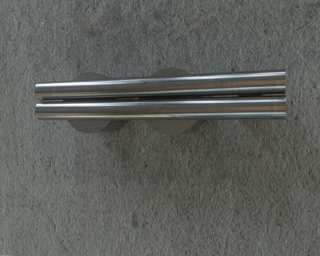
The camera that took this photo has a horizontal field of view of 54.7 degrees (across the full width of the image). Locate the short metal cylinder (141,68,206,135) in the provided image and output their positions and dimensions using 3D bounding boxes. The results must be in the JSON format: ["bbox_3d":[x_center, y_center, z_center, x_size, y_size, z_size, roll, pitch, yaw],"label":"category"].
[{"bbox_3d":[0.020,-0.032,0.390,0.080,0.050,0.080,0,90,20],"label":"short metal cylinder"}]

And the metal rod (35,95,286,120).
[{"bbox_3d":[-0.016,-0.022,0.362,0.301,0.025,0.025,0,90,19],"label":"metal rod"}]

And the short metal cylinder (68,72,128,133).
[{"bbox_3d":[-0.084,-0.033,0.426,0.080,0.050,0.080,0,90,20],"label":"short metal cylinder"}]

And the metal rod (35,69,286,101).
[{"bbox_3d":[-0.016,-0.048,0.362,0.301,0.025,0.025,0,90,19],"label":"metal rod"}]

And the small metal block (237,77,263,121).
[{"bbox_3d":[0.106,-0.033,0.361,0.025,0.050,0.050,-2,89,20],"label":"small metal block"}]
